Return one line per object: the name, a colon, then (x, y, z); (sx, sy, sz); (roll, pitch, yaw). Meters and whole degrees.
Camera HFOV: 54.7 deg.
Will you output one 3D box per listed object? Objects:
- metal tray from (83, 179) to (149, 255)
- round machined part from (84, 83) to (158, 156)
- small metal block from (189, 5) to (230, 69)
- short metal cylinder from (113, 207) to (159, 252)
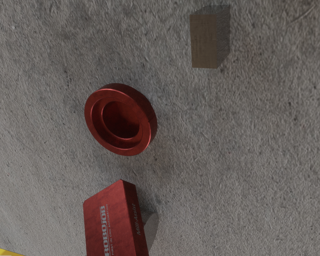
metal tray: (-0.070, 0.154, 0.465); (0.090, 0.130, 0.030); (-33, 140, 22)
round machined part: (-0.047, -0.015, 0.412); (0.098, 0.042, 0.097); (13, 124, 21)
small metal block: (0.051, -0.091, 0.307); (0.025, 0.050, 0.050); (8, 122, 24)
short metal cylinder: (-0.042, 0.167, 0.497); (0.050, 0.080, 0.079); (14, 124, 20)
